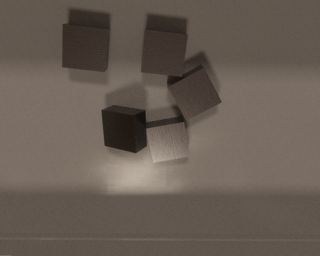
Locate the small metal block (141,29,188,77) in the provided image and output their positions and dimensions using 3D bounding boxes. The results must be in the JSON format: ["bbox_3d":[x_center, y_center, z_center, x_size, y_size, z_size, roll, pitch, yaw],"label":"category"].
[{"bbox_3d":[0.005,-0.092,0.377,0.050,0.025,0.050,6,110,-3],"label":"small metal block"}]

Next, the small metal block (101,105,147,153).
[{"bbox_3d":[-0.046,0.000,0.399,0.050,0.025,0.050,10,113,28],"label":"small metal block"}]

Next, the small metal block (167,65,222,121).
[{"bbox_3d":[0.043,-0.045,0.395,0.050,0.025,0.050,-28,108,9],"label":"small metal block"}]

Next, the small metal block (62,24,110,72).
[{"bbox_3d":[-0.089,-0.097,0.374,0.050,0.025,0.050,6,110,-3],"label":"small metal block"}]

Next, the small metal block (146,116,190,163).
[{"bbox_3d":[0.011,0.015,0.417,0.050,0.025,0.050,-10,110,3],"label":"small metal block"}]
